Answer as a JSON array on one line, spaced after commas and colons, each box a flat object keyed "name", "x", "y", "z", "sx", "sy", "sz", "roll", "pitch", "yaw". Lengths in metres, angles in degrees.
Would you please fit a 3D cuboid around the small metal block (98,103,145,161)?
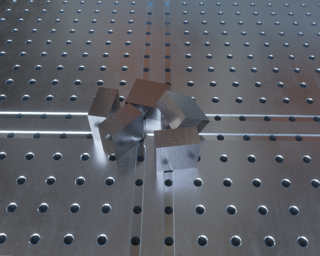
[{"name": "small metal block", "x": -0.047, "y": 0.005, "z": 0.387, "sx": 0.025, "sy": 0.050, "sz": 0.050, "roll": 35, "pitch": 58, "yaw": 25}]

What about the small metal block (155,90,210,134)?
[{"name": "small metal block", "x": 0.030, "y": -0.020, "z": 0.407, "sx": 0.050, "sy": 0.025, "sz": 0.050, "roll": 6, "pitch": 42, "yaw": -45}]

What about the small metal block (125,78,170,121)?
[{"name": "small metal block", "x": -0.017, "y": -0.041, "z": 0.442, "sx": 0.050, "sy": 0.025, "sz": 0.050, "roll": 12, "pitch": 51, "yaw": 9}]

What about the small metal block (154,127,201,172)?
[{"name": "small metal block", "x": 0.019, "y": 0.026, "z": 0.370, "sx": 0.050, "sy": 0.050, "sz": 0.025, "roll": -6, "pitch": 51, "yaw": -5}]

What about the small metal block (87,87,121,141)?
[{"name": "small metal block", "x": -0.071, "y": -0.017, "z": 0.405, "sx": 0.025, "sy": 0.050, "sz": 0.050, "roll": 7, "pitch": 50, "yaw": 6}]
